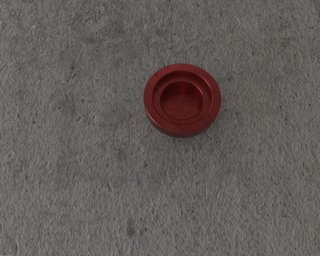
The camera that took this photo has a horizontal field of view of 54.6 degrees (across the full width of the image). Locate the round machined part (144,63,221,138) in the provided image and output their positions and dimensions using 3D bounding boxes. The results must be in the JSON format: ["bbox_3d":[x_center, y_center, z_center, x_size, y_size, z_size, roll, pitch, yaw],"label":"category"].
[{"bbox_3d":[0.028,-0.033,0.411,0.099,0.042,0.098,0,70,0],"label":"round machined part"}]
